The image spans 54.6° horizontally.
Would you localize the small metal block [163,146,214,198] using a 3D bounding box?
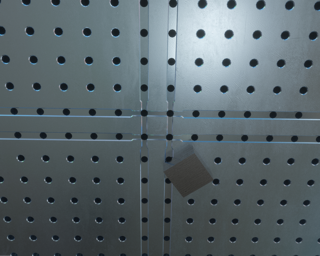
[{"bbox_3d":[0.039,0.061,0.436,0.050,0.025,0.050,-33,107,11],"label":"small metal block"}]
